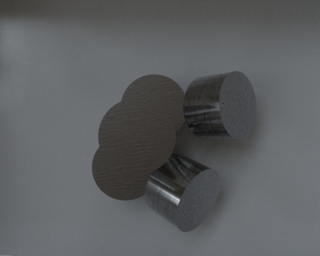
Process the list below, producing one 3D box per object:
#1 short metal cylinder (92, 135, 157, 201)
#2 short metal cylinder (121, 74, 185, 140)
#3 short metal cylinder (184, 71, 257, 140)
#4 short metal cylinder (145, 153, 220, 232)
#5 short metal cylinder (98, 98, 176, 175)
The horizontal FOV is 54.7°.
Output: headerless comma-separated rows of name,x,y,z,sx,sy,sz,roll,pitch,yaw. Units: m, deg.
short metal cylinder,-0.042,0.047,0.397,0.081,0.050,0.079,0,90,-1
short metal cylinder,-0.007,-0.025,0.397,0.081,0.050,0.079,0,90,-1
short metal cylinder,0.075,-0.026,0.378,0.081,0.050,0.079,2,88,-44
short metal cylinder,0.028,0.077,0.376,0.050,0.080,0.080,24,90,40
short metal cylinder,-0.024,0.008,0.346,0.081,0.050,0.079,0,90,-1
